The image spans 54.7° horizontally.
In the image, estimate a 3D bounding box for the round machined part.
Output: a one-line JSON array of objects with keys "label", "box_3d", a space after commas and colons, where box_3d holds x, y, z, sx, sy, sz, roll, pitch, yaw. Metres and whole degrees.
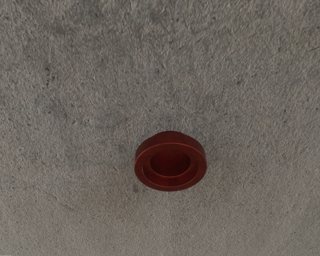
[{"label": "round machined part", "box_3d": [0.014, 0.042, 0.434, 0.099, 0.042, 0.097, -1, 130, 0]}]
